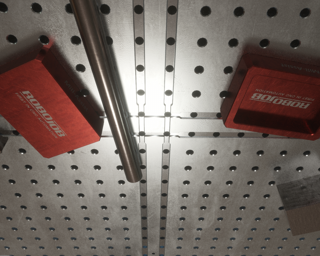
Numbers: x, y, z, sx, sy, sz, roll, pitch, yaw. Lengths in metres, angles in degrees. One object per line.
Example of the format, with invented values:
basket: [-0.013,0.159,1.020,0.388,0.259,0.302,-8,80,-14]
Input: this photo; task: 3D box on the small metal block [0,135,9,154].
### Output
small metal block: [-0.250,0.026,0.430,0.050,0.025,0.050,32,123,-25]

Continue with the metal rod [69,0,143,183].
metal rod: [-0.060,-0.038,0.378,0.025,0.025,0.298,-6,130,5]

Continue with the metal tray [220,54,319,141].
metal tray: [0.151,-0.034,0.381,0.131,0.030,0.089,8,130,-8]

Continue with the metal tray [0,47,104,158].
metal tray: [-0.142,-0.025,0.385,0.090,0.030,0.130,-19,128,15]

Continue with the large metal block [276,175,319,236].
large metal block: [0.245,0.127,0.507,0.080,0.050,0.080,-18,128,14]
